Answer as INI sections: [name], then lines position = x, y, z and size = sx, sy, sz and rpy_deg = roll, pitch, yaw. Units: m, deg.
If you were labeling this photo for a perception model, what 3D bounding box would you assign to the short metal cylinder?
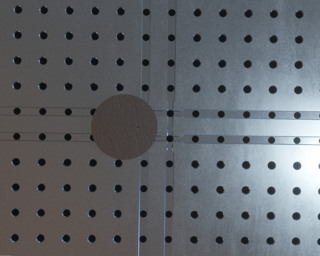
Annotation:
[short metal cylinder]
position = -0.043, -0.001, 0.401
size = 0.080, 0.050, 0.080
rpy_deg = 0, 90, 0
